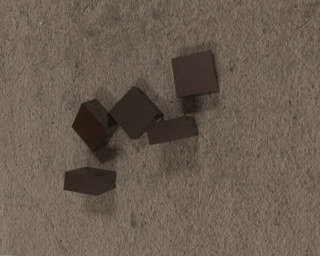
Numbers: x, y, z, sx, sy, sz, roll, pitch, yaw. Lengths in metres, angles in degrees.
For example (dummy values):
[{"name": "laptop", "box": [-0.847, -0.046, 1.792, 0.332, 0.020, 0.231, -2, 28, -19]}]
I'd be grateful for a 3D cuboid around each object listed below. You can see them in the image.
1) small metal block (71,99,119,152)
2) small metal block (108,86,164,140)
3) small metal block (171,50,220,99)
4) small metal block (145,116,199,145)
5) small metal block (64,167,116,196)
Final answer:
[{"name": "small metal block", "box": [-0.091, -0.004, 0.430, 0.050, 0.025, 0.050, 47, 129, 13]}, {"name": "small metal block", "box": [-0.032, -0.020, 0.419, 0.050, 0.025, 0.050, -45, 77, 14]}, {"name": "small metal block", "box": [0.045, -0.067, 0.393, 0.050, 0.025, 0.050, -9, 87, 19]}, {"name": "small metal block", "box": [0.017, 0.003, 0.389, 0.050, 0.050, 0.025, -13, 86, 19]}, {"name": "small metal block", "box": [-0.096, 0.072, 0.428, 0.050, 0.050, 0.025, 5, 92, 19]}]
